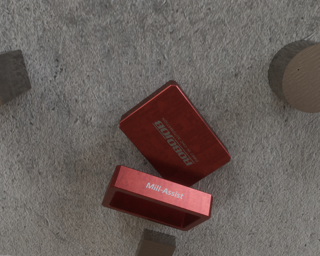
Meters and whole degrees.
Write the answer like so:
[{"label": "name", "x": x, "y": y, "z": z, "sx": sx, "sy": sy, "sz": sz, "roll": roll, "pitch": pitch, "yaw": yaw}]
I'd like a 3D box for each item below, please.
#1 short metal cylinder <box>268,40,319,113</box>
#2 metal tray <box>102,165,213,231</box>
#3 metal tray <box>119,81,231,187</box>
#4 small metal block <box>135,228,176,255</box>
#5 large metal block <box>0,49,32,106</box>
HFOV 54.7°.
[{"label": "short metal cylinder", "x": 0.179, "y": -0.064, "z": 0.375, "sx": 0.081, "sy": 0.050, "sz": 0.079, "roll": 0, "pitch": 110, "yaw": 0}, {"label": "metal tray", "x": -0.007, "y": 0.098, "z": 0.417, "sx": 0.131, "sy": 0.030, "sz": 0.090, "roll": 19, "pitch": 147, "yaw": -7}, {"label": "metal tray", "x": 0.021, "y": 0.014, "z": 0.412, "sx": 0.090, "sy": 0.030, "sz": 0.130, "roll": -36, "pitch": 107, "yaw": 12}, {"label": "small metal block", "x": -0.008, "y": 0.189, "z": 0.479, "sx": 0.050, "sy": 0.025, "sz": 0.050, "roll": 16, "pitch": 109, "yaw": -6}, {"label": "large metal block", "x": -0.210, "y": -0.056, "z": 0.358, "sx": 0.080, "sy": 0.080, "sz": 0.050, "roll": -7, "pitch": 110, "yaw": 2}]
